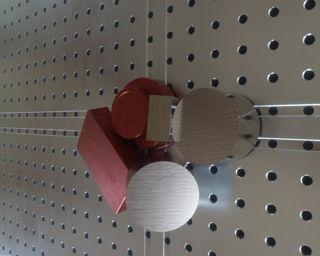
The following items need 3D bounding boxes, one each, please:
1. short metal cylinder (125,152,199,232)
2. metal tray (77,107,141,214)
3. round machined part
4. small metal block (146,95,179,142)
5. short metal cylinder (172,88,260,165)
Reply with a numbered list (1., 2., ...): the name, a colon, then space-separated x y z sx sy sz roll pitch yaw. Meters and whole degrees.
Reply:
1. short metal cylinder: 0.000 0.072 0.360 0.050 0.081 0.079 -132 49 -80
2. metal tray: -0.071 0.044 0.445 0.130 0.030 0.089 53 136 26
3. round machined part: -0.028 -0.019 0.415 0.098 0.042 0.097 0 90 40
4. small metal block: 0.004 -0.011 0.360 0.025 0.050 0.050 5 93 12
5. short metal cylinder: 0.060 -0.002 0.339 0.080 0.050 0.079 0 90 40
